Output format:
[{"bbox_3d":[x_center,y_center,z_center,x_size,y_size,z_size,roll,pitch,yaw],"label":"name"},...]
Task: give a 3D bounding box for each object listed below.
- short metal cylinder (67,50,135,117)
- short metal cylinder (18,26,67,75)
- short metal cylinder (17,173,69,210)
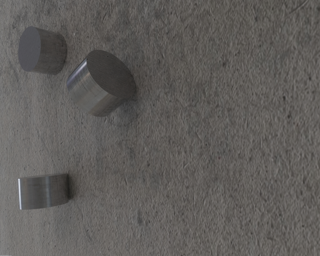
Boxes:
[{"bbox_3d":[-0.082,-0.062,0.437,0.050,0.081,0.080,-36,68,34],"label":"short metal cylinder"},{"bbox_3d":[-0.216,-0.140,0.567,0.080,0.050,0.080,0,90,40],"label":"short metal cylinder"},{"bbox_3d":[-0.201,0.108,0.536,0.080,0.081,0.050,-9,85,40],"label":"short metal cylinder"}]
